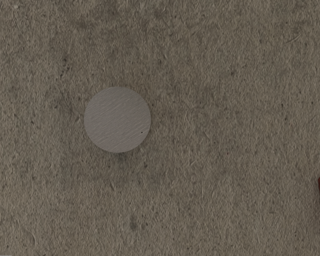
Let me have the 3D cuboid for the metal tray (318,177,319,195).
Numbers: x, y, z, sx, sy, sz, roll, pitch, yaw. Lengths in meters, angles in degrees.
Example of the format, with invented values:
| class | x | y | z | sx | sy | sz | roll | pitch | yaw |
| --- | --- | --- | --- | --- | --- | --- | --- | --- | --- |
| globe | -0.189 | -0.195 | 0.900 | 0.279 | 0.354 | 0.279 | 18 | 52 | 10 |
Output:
| class | x | y | z | sx | sy | sz | roll | pitch | yaw |
| --- | --- | --- | --- | --- | --- | --- | --- | --- | --- |
| metal tray | 0.286 | 0.101 | 0.409 | 0.131 | 0.030 | 0.089 | -8 | 90 | 0 |

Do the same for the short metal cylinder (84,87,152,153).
| class | x | y | z | sx | sy | sz | roll | pitch | yaw |
| --- | --- | --- | --- | --- | --- | --- | --- | --- | --- |
| short metal cylinder | -0.051 | -0.010 | 0.397 | 0.081 | 0.050 | 0.079 | 0 | 90 | 0 |
